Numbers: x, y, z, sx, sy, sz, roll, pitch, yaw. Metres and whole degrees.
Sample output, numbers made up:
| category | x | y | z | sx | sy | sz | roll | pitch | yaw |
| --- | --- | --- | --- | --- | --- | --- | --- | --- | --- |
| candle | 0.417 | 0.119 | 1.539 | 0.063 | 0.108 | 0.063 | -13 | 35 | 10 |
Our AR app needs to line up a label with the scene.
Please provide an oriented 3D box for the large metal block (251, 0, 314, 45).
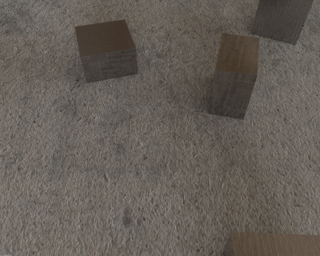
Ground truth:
| category | x | y | z | sx | sy | sz | roll | pitch | yaw |
| --- | --- | --- | --- | --- | --- | --- | --- | --- | --- |
| large metal block | 0.213 | -0.201 | 0.538 | 0.080 | 0.080 | 0.050 | 20 | 53 | 16 |

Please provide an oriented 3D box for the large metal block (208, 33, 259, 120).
| category | x | y | z | sx | sy | sz | roll | pitch | yaw |
| --- | --- | --- | --- | --- | --- | --- | --- | --- | --- |
| large metal block | 0.101 | -0.071 | 0.428 | 0.050 | 0.080 | 0.080 | 10 | 51 | 8 |

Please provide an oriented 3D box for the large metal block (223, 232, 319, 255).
| category | x | y | z | sx | sy | sz | roll | pitch | yaw |
| --- | --- | --- | --- | --- | --- | --- | --- | --- | --- |
| large metal block | 0.102 | 0.141 | 0.269 | 0.080 | 0.050 | 0.080 | 2 | 50 | 1 |

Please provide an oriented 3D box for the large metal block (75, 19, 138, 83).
| category | x | y | z | sx | sy | sz | roll | pitch | yaw |
| --- | --- | --- | --- | --- | --- | --- | --- | --- | --- |
| large metal block | -0.085 | -0.123 | 0.489 | 0.081 | 0.050 | 0.080 | -12 | 51 | -10 |
